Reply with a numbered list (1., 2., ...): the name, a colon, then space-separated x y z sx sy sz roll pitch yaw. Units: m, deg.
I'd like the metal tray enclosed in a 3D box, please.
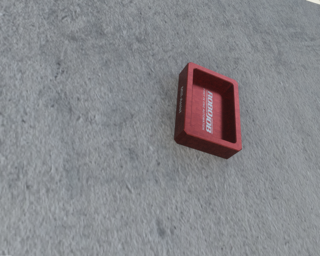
1. metal tray: 0.071 -0.027 0.454 0.091 0.030 0.130 18 55 -18
